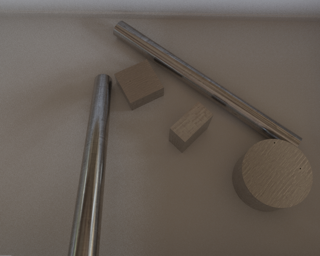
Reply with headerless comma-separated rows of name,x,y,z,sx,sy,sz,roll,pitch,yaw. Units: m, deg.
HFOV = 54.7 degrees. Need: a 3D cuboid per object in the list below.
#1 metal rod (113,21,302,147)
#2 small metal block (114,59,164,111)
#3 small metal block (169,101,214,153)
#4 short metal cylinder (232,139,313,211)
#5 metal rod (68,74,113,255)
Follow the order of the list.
metal rod,0.058,-0.063,0.433,0.300,0.025,0.025,36,74,12
small metal block,-0.029,-0.060,0.431,0.050,0.025,0.050,-27,72,-10
small metal block,0.038,0.000,0.397,0.050,0.050,0.025,-43,76,-14
short metal cylinder,0.134,0.059,0.377,0.081,0.050,0.080,0,70,0
metal rod,-0.070,0.037,0.326,0.025,0.025,0.300,-4,44,-2
